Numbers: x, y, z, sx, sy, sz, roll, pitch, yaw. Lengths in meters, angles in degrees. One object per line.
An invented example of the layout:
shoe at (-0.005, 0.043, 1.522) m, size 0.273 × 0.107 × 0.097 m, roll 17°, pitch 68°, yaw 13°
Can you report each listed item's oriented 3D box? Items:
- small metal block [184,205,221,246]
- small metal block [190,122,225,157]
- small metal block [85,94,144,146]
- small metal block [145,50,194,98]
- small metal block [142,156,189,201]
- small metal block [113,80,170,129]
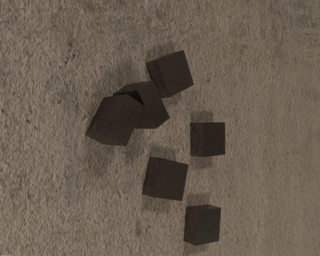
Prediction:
small metal block at (0.064, 0.143, 0.461) m, size 0.050 × 0.025 × 0.050 m, roll 7°, pitch 85°, yaw -40°
small metal block at (0.073, 0.016, 0.468) m, size 0.050 × 0.025 × 0.050 m, roll -1°, pitch 91°, yaw -40°
small metal block at (-0.051, -0.008, 0.347) m, size 0.025 × 0.050 × 0.050 m, roll 35°, pitch 68°, yaw -35°
small metal block at (0.014, -0.073, 0.418) m, size 0.050 × 0.025 × 0.050 m, roll -31°, pitch 109°, yaw -36°
small metal block at (0.008, 0.068, 0.414) m, size 0.050 × 0.025 × 0.050 m, roll 18°, pitch 78°, yaw -39°
small metal block at (-0.023, -0.027, 0.371) m, size 0.025 × 0.050 × 0.050 m, roll -39°, pitch 114°, yaw -33°
